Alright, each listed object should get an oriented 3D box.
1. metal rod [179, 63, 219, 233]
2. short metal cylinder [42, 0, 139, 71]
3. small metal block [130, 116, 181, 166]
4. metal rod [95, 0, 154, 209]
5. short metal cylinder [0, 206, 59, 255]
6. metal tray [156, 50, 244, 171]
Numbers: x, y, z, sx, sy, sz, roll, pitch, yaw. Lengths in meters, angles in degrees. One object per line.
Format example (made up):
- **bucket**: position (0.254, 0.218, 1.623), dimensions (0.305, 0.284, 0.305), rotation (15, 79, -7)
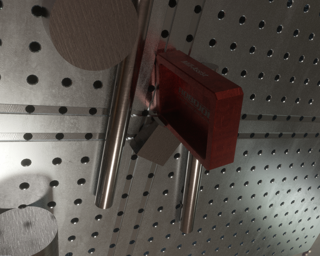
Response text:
- **metal rod**: position (0.055, 0.049, 0.473), dimensions (0.025, 0.025, 0.298), rotation (-11, 123, -23)
- **short metal cylinder**: position (-0.067, -0.101, 0.296), dimensions (0.081, 0.050, 0.079), rotation (-14, 125, -21)
- **small metal block**: position (-0.004, 0.019, 0.422), dimensions (0.050, 0.025, 0.050), rotation (29, 102, -38)
- **metal rod**: position (-0.046, -0.026, 0.371), dimensions (0.025, 0.025, 0.298), rotation (-1, 119, -29)
- **short metal cylinder**: position (-0.165, 0.141, 0.374), dimensions (0.081, 0.080, 0.050), rotation (-6, 121, -26)
- **metal tray**: position (0.037, -0.025, 0.349), dimensions (0.030, 0.130, 0.089), rotation (-14, 125, -21)
